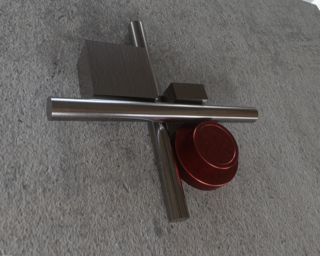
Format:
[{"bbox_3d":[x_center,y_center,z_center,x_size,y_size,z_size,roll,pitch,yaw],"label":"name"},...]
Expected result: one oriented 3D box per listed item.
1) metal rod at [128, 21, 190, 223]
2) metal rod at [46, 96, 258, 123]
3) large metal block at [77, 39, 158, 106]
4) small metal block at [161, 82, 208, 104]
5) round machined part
[{"bbox_3d":[-0.008,-0.026,0.418,0.025,0.025,0.299,2,61,-28],"label":"metal rod"},{"bbox_3d":[0.015,-0.020,0.395,0.303,0.025,0.025,0,62,-33],"label":"metal rod"},{"bbox_3d":[-0.057,-0.060,0.396,0.081,0.050,0.080,1,62,-28],"label":"large metal block"},{"bbox_3d":[0.030,-0.038,0.430,0.050,0.050,0.025,-1,63,-29],"label":"small metal block"},{"bbox_3d":[0.064,0.030,0.411,0.099,0.042,0.098,14,56,-21],"label":"round machined part"}]
